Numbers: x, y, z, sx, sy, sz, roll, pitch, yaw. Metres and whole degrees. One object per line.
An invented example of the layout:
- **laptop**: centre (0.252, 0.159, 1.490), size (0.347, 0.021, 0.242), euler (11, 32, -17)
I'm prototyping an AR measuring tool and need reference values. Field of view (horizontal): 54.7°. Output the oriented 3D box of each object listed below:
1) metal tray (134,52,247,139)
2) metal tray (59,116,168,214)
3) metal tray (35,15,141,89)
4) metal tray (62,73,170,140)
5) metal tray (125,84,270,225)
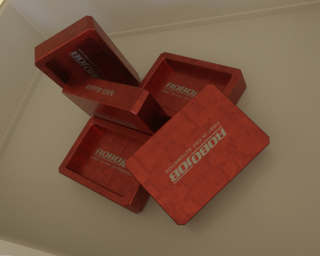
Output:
- **metal tray**: centre (0.034, -0.047, 0.410), size (0.130, 0.030, 0.090), euler (23, 74, 36)
- **metal tray**: centre (-0.061, 0.043, 0.403), size (0.130, 0.030, 0.090), euler (17, 70, 34)
- **metal tray**: centre (-0.095, -0.081, 0.433), size (0.090, 0.130, 0.030), euler (-27, 53, 12)
- **metal tray**: centre (-0.053, -0.024, 0.401), size (0.130, 0.090, 0.030), euler (17, 71, 34)
- **metal tray**: centre (0.039, 0.028, 0.337), size (0.130, 0.030, 0.090), euler (-43, 80, -2)
